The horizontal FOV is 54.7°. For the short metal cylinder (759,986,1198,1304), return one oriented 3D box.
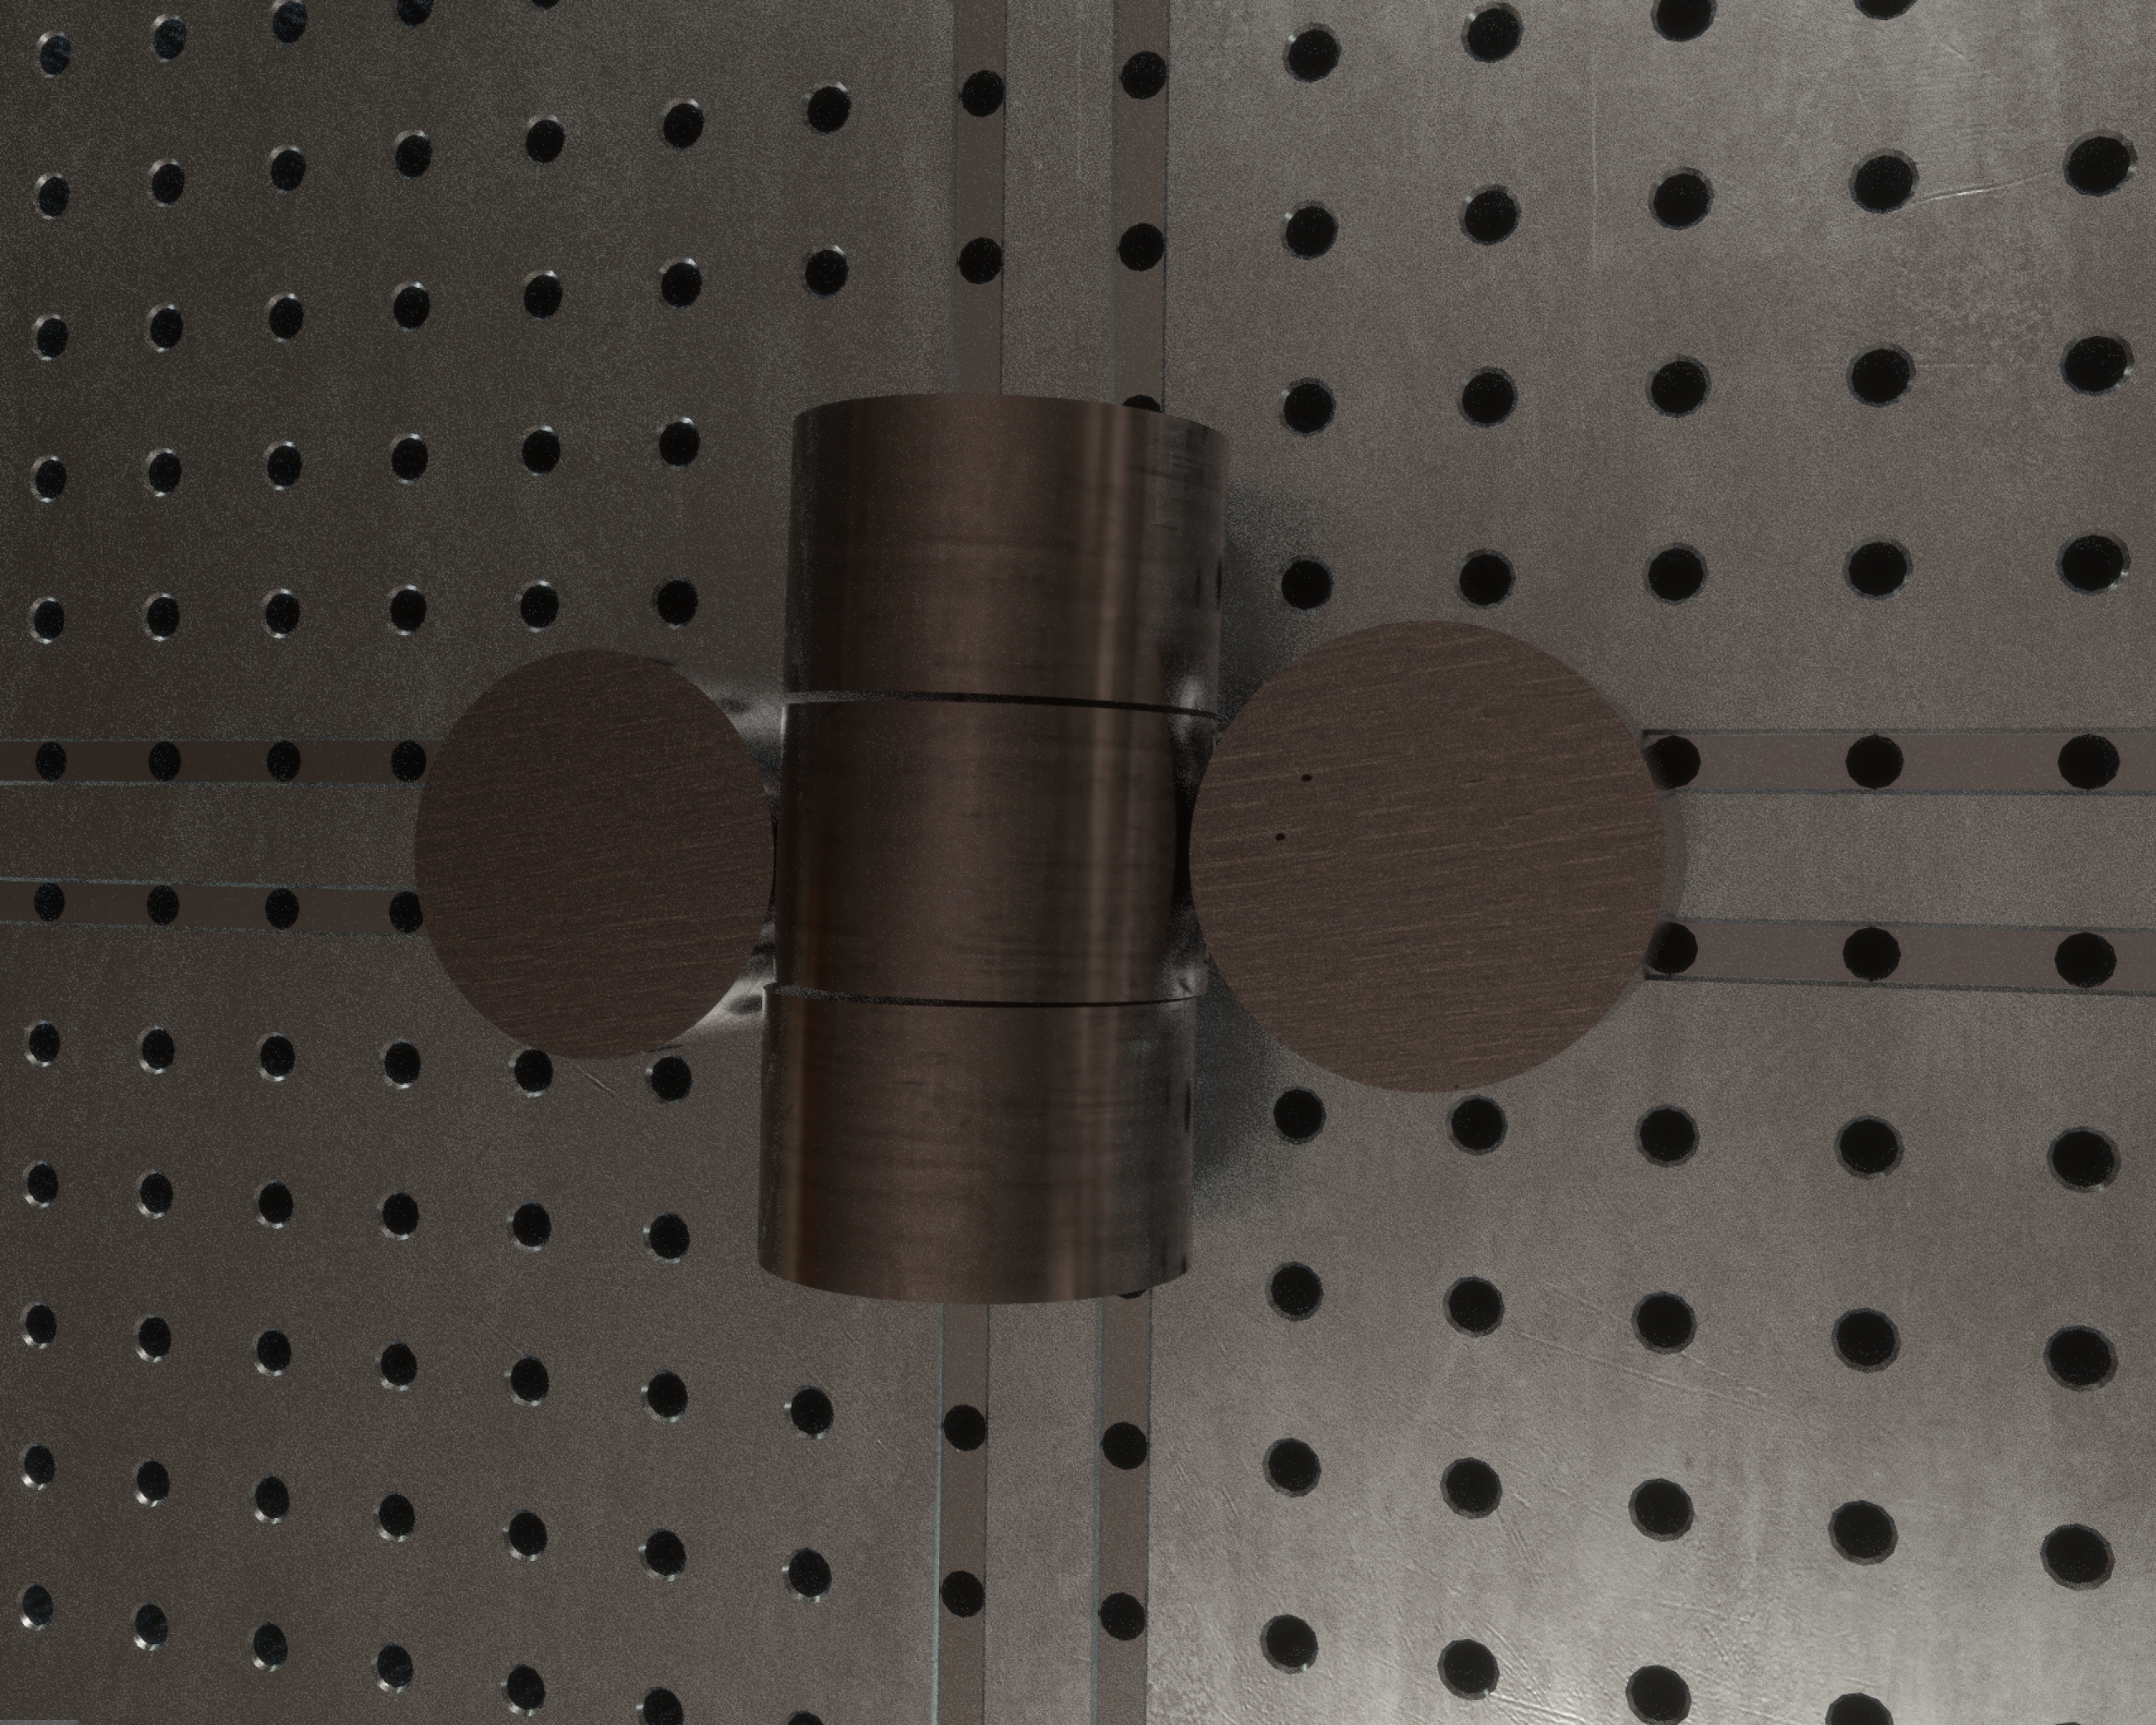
[{"bbox_3d":[-0.018,0.048,0.388,0.080,0.080,0.050,1,91,19],"label":"short metal cylinder"}]

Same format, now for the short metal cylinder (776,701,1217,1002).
[{"bbox_3d":[-0.015,-0.002,0.387,0.080,0.080,0.050,2,91,19],"label":"short metal cylinder"}]

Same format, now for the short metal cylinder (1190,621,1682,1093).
[{"bbox_3d":[0.066,-0.001,0.375,0.080,0.050,0.079,0,90,19],"label":"short metal cylinder"}]

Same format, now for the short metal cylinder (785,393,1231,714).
[{"bbox_3d":[-0.013,-0.054,0.386,0.080,0.080,0.050,3,91,19],"label":"short metal cylinder"}]

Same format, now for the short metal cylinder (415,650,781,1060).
[{"bbox_3d":[-0.086,-0.002,0.428,0.080,0.050,0.079,0,90,19],"label":"short metal cylinder"}]
